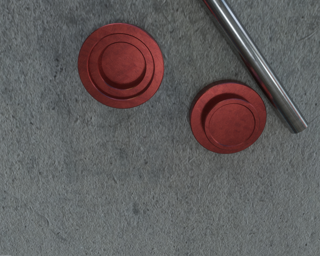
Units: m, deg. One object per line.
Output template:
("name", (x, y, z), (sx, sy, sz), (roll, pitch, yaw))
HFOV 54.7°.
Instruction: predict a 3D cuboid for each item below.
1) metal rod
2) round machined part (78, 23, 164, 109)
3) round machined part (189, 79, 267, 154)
("metal rod", (0.091, -0.111, 0.369), (0.025, 0.025, 0.300), (-37, 106, 12))
("round machined part", (-0.045, -0.076, 0.372), (0.099, 0.042, 0.097), (0, 110, 0))
("round machined part", (0.088, -0.010, 0.398), (0.099, 0.042, 0.097), (0, 110, 0))
